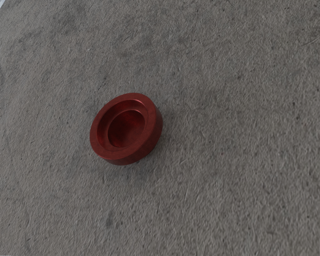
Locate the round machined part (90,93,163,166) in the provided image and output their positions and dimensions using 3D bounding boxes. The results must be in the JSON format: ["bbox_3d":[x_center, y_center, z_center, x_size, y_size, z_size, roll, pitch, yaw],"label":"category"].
[{"bbox_3d":[-0.041,0.005,0.412,0.098,0.042,0.098,-13,56,21],"label":"round machined part"}]
